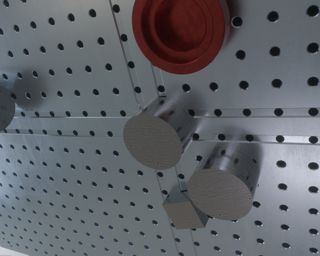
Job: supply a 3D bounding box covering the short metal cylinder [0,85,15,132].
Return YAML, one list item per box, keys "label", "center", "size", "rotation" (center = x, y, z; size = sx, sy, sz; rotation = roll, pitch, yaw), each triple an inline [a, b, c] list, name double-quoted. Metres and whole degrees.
- label: "short metal cylinder"
  center: [-0.289, -0.034, 0.507]
  size: [0.050, 0.080, 0.079]
  rotation: [10, 123, 23]

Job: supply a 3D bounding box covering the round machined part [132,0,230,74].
- label: "round machined part"
  center: [0.024, -0.109, 0.320]
  size: [0.098, 0.042, 0.097]
  rotation: [13, 124, 21]

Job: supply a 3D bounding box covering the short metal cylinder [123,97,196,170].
- label: "short metal cylinder"
  center: [0.000, 0.007, 0.399]
  size: [0.080, 0.050, 0.079]
  rotation: [13, 124, 21]

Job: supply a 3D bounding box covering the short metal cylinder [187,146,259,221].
- label: "short metal cylinder"
  center: [0.082, 0.070, 0.395]
  size: [0.080, 0.050, 0.079]
  rotation: [13, 124, 21]

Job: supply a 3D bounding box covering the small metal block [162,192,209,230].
- label: "small metal block"
  center: [0.039, 0.124, 0.468]
  size: [0.050, 0.025, 0.050]
  rotation: [-17, 110, 34]
